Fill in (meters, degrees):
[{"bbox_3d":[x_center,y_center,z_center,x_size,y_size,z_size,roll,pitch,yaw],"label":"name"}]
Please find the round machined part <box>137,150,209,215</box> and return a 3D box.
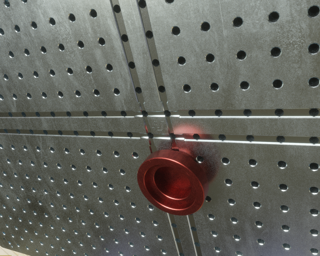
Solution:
[{"bbox_3d":[0.021,0.071,0.433,0.098,0.042,0.097,13,124,21],"label":"round machined part"}]
